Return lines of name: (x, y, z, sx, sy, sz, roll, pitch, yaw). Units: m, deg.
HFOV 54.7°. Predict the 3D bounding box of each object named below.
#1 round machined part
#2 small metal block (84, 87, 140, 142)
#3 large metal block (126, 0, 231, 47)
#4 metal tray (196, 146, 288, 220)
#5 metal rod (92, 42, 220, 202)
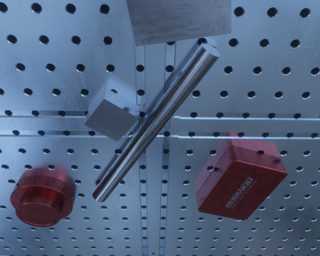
round machined part: (-0.193, 0.125, 0.504, 0.099, 0.042, 0.097, -1, 130, 0)
small metal block: (-0.061, -0.016, 0.397, 0.050, 0.025, 0.050, 30, 124, -24)
large metal block: (0.016, -0.118, 0.275, 0.080, 0.080, 0.050, -7, 130, 5)
metal tray: (0.124, 0.092, 0.489, 0.091, 0.030, 0.129, 14, 129, -13)
metal rod: (-0.021, 0.012, 0.421, 0.025, 0.025, 0.298, 24, 126, -20)
